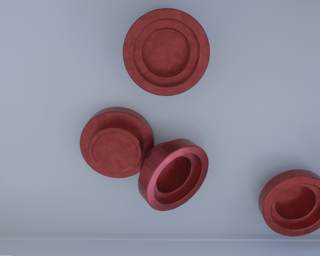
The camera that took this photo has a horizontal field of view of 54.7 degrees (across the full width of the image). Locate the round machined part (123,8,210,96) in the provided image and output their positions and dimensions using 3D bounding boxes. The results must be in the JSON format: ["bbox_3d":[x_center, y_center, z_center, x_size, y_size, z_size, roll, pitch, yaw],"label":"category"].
[{"bbox_3d":[0.007,-0.090,0.369,0.099,0.042,0.097,0,110,-1],"label":"round machined part"}]

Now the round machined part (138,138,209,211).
[{"bbox_3d":[0.013,0.057,0.407,0.099,0.042,0.097,-19,126,-28],"label":"round machined part"}]

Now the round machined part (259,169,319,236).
[{"bbox_3d":[0.190,0.102,0.443,0.099,0.042,0.097,0,110,-1],"label":"round machined part"}]

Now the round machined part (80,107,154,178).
[{"bbox_3d":[-0.057,0.024,0.411,0.099,0.042,0.097,0,110,-1],"label":"round machined part"}]
